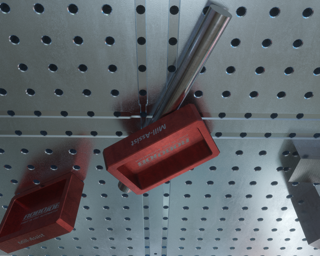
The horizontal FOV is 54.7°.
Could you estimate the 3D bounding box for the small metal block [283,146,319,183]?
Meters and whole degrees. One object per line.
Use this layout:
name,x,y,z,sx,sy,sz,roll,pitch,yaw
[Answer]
small metal block,0.220,0.055,0.461,0.050,0.025,0.050,3,130,-3

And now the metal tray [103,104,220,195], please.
metal tray,0.004,0.032,0.405,0.130,0.030,0.090,-28,139,7

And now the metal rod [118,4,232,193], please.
metal rod,0.004,-0.013,0.400,0.025,0.025,0.298,18,128,-15

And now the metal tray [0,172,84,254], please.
metal tray,-0.185,0.130,0.477,0.130,0.090,0.030,-23,126,18

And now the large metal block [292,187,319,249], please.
large metal block,0.277,0.156,0.511,0.080,0.080,0.050,26,125,-21
